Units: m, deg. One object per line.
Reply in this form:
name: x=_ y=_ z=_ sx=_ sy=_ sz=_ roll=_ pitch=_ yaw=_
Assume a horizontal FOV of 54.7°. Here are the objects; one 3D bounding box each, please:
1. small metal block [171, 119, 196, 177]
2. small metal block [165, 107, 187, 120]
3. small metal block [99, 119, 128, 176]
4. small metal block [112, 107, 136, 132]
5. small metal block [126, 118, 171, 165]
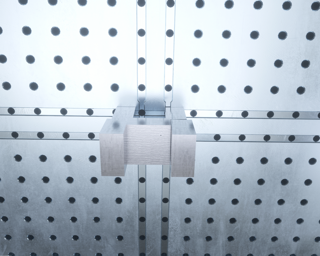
small metal block: x=0.025 y=0.022 z=0.354 sx=0.025 sy=0.050 sz=0.050 roll=1 pitch=110 yaw=0
small metal block: x=0.020 y=0.004 z=0.401 sx=0.025 sy=0.050 sz=0.050 roll=-1 pitch=110 yaw=0
small metal block: x=-0.051 y=0.021 z=0.353 sx=0.025 sy=0.050 sz=0.050 roll=1 pitch=110 yaw=0
small metal block: x=-0.046 y=0.004 z=0.400 sx=0.025 sy=0.050 sz=0.050 roll=1 pitch=110 yaw=-1
small metal block: x=-0.013 y=0.016 z=0.366 sx=0.050 sy=0.025 sz=0.050 roll=1 pitch=110 yaw=-1
